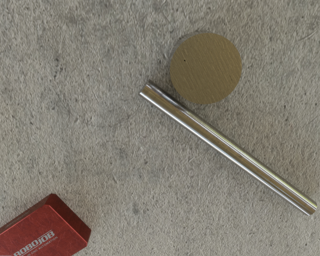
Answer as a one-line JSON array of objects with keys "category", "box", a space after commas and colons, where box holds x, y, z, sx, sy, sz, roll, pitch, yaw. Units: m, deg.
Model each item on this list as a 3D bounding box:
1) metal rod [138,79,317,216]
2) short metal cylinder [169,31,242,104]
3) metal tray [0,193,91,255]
[{"category": "metal rod", "box": [0.100, 0.033, 0.422, 0.301, 0.025, 0.025, 35, 106, -12]}, {"category": "short metal cylinder", "box": [0.051, -0.074, 0.370, 0.081, 0.050, 0.079, 0, 110, 0]}, {"category": "metal tray", "box": [-0.183, 0.168, 0.467, 0.130, 0.030, 0.090, -34, 107, 11]}]
